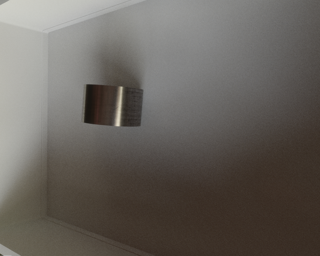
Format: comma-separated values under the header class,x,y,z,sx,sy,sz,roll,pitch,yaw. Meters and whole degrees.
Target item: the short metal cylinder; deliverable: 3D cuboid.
class,x,y,z,sx,sy,sz,roll,pitch,yaw
short metal cylinder,-0.065,-0.031,0.425,0.080,0.081,0.050,8,95,40
